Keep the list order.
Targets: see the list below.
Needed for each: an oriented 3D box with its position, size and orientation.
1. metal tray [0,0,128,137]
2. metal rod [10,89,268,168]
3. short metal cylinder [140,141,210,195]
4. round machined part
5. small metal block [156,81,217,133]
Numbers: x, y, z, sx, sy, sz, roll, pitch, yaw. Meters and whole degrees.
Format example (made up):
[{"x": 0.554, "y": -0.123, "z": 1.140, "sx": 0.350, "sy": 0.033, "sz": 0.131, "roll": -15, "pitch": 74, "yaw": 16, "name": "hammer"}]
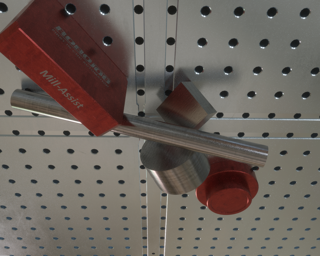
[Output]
[{"x": -0.088, "y": -0.063, "z": 0.313, "sx": 0.030, "sy": 0.090, "sz": 0.130, "roll": -29, "pitch": 125, "yaw": 22, "name": "metal tray"}, {"x": -0.030, "y": -0.002, "z": 0.361, "sx": 0.301, "sy": 0.025, "sz": 0.025, "roll": 13, "pitch": 130, "yaw": 7, "name": "metal rod"}, {"x": 0.021, "y": 0.041, "z": 0.411, "sx": 0.080, "sy": 0.080, "sz": 0.050, "roll": -17, "pitch": 129, "yaw": 14, "name": "short metal cylinder"}, {"x": 0.106, "y": 0.100, "z": 0.488, "sx": 0.099, "sy": 0.042, "sz": 0.097, "roll": 0, "pitch": 130, "yaw": 0, "name": "round machined part"}, {"x": 0.031, "y": -0.021, "z": 0.376, "sx": 0.050, "sy": 0.025, "sz": 0.050, "roll": -46, "pitch": 72, "yaw": 31, "name": "small metal block"}]
